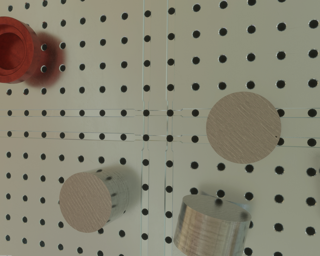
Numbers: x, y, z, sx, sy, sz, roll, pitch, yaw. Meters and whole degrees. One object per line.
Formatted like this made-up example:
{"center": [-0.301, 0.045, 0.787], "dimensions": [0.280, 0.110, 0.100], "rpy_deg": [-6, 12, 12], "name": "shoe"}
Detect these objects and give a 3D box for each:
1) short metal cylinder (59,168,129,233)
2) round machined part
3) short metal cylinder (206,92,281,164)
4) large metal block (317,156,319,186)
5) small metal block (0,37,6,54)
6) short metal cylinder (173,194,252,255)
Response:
{"center": [-0.091, 0.098, 0.431], "dimensions": [0.080, 0.050, 0.080], "rpy_deg": [0, 90, 20], "name": "short metal cylinder"}
{"center": [-0.228, -0.117, 0.478], "dimensions": [0.098, 0.042, 0.097], "rpy_deg": [1, 93, 10], "name": "round machined part"}
{"center": [0.099, 0.000, 0.364], "dimensions": [0.080, 0.050, 0.080], "rpy_deg": [0, 90, 20], "name": "short metal cylinder"}
{"center": [0.216, 0.068, 0.323], "dimensions": [0.080, 0.050, 0.080], "rpy_deg": [-7, 88, 20], "name": "large metal block"}
{"center": [-0.294, -0.141, 0.516], "dimensions": [0.050, 0.025, 0.050], "rpy_deg": [-27, 81, 18], "name": "small metal block"}
{"center": [0.060, 0.116, 0.362], "dimensions": [0.080, 0.080, 0.050], "rpy_deg": [14, 95, 19], "name": "short metal cylinder"}
